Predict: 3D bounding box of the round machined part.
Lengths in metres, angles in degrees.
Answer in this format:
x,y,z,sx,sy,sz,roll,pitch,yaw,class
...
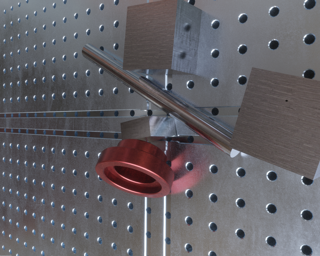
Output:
x,y,z,sx,sy,sz,roll,pitch,yaw,class
-0.029,0.049,0.398,0.098,0.098,0.042,-12,47,39,round machined part

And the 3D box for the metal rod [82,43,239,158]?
x,y,z,sx,sy,sz,roll,pitch,yaw,class
-0.016,-0.052,0.422,0.300,0.025,0.025,36,112,34,metal rod

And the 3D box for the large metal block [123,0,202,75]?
x,y,z,sx,sy,sz,roll,pitch,yaw,class
0.002,-0.111,0.392,0.080,0.050,0.079,8,95,39,large metal block

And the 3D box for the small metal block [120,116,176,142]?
x,y,z,sx,sy,sz,roll,pitch,yaw,class
-0.015,0.003,0.405,0.050,0.050,0.025,-12,80,39,small metal block

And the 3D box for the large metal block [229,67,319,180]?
x,y,z,sx,sy,sz,roll,pitch,yaw,class
0.123,-0.007,0.292,0.080,0.050,0.079,22,104,37,large metal block
